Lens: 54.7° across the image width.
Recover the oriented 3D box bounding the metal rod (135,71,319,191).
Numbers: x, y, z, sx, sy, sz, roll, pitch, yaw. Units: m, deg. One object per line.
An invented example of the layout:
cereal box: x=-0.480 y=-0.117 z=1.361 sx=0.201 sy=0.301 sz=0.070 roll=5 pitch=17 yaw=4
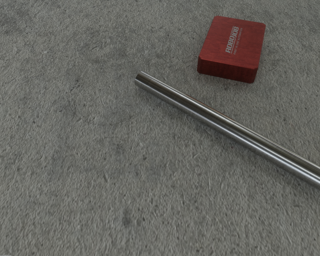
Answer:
metal rod: x=0.087 y=-0.002 z=0.405 sx=0.300 sy=0.025 sz=0.025 roll=32 pitch=57 yaw=24

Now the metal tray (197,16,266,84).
metal tray: x=0.121 y=-0.134 z=0.514 sx=0.090 sy=0.030 sz=0.130 roll=14 pitch=51 yaw=11
